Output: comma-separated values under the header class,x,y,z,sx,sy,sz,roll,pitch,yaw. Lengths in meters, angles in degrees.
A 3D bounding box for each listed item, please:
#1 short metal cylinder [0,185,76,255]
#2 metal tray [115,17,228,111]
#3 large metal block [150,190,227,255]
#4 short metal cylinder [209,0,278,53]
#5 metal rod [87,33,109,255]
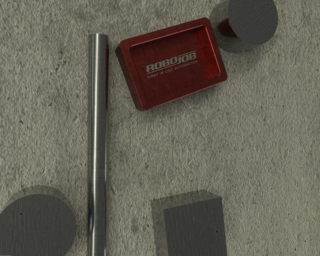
class,x,y,z,sx,sy,sz,roll,pitch,yaw
short metal cylinder,-0.137,0.108,0.345,0.081,0.050,0.079,0,90,-20
metal tray,0.018,-0.085,0.412,0.131,0.030,0.090,-22,98,-19
large metal block,0.037,0.132,0.410,0.081,0.050,0.079,-7,93,-20
short metal cylinder,0.117,-0.151,0.439,0.081,0.050,0.079,0,90,-20
metal rod,-0.076,0.037,0.380,0.025,0.025,0.298,0,90,-20
